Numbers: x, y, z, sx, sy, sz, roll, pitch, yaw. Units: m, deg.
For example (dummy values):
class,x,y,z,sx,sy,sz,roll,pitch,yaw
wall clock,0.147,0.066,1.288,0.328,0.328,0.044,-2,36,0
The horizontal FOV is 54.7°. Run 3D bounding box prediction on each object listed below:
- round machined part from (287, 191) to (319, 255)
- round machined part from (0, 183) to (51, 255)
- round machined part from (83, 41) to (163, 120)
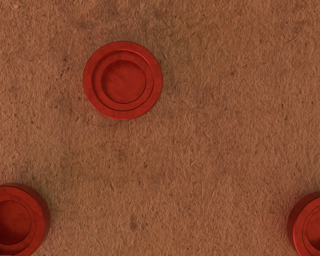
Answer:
class,x,y,z,sx,sy,sz,roll,pitch,yaw
round machined part,0.214,0.130,0.403,0.099,0.042,0.097,0,90,0
round machined part,-0.190,0.119,0.400,0.099,0.042,0.097,0,90,0
round machined part,-0.046,-0.059,0.401,0.099,0.042,0.097,0,90,0
